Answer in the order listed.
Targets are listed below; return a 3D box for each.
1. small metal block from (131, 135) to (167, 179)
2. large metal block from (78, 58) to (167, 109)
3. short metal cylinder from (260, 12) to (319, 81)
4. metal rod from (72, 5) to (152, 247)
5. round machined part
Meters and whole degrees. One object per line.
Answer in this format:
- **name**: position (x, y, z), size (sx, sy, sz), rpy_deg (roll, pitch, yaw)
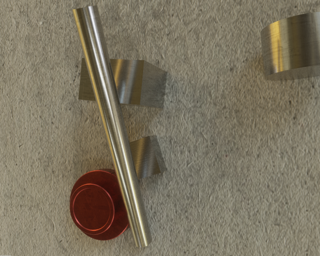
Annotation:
- **small metal block**: position (-0.024, 0.041, 0.417), size (0.050, 0.025, 0.050), rpy_deg (-19, 84, 18)
- **large metal block**: position (-0.044, -0.055, 0.394), size (0.080, 0.080, 0.050), rpy_deg (6, 92, 19)
- **short metal cylinder**: position (0.150, -0.082, 0.327), size (0.080, 0.080, 0.050), rpy_deg (-5, 89, 19)
- **metal rod**: position (-0.049, 0.017, 0.361), size (0.025, 0.025, 0.298), rpy_deg (-2, 114, 20)
- **round machined part**: position (-0.084, 0.107, 0.428), size (0.098, 0.042, 0.097), rpy_deg (0, 90, 19)
